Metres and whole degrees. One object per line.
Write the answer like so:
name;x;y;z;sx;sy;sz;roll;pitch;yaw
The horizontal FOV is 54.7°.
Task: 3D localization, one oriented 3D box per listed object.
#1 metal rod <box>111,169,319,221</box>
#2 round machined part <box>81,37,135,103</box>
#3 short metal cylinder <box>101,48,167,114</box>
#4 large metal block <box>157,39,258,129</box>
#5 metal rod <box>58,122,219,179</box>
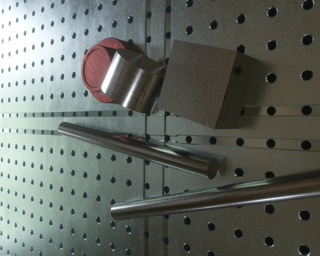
metal rod;0.049;0.085;0.367;0.299;0.025;0.025;-19;78;38
round machined part;-0.080;-0.086;0.462;0.098;0.042;0.097;0;90;39
short metal cylinder;-0.027;-0.060;0.394;0.080;0.081;0.050;42;115;32
large metal block;0.051;-0.049;0.349;0.080;0.050;0.079;23;105;37
metal rod;-0.053;0.024;0.451;0.300;0.025;0.025;11;97;39
